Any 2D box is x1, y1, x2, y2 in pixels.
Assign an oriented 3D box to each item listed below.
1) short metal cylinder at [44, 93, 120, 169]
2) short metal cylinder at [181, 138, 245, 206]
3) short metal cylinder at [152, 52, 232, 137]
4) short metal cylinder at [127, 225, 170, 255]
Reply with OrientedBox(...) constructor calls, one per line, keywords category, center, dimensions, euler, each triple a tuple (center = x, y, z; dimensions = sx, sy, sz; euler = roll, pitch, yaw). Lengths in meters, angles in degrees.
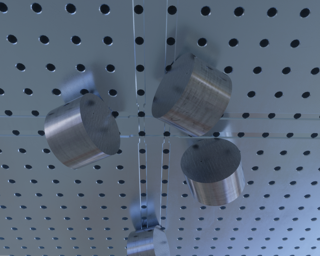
OrientedBox(category="short metal cylinder", center=(-0.092, 0.004, 0.378), dimensions=(0.050, 0.080, 0.080), euler=(-23, 127, 18))
OrientedBox(category="short metal cylinder", center=(0.074, 0.059, 0.428), dimensions=(0.080, 0.080, 0.050), euler=(-13, 129, 10))
OrientedBox(category="short metal cylinder", center=(0.034, -0.036, 0.345), dimensions=(0.050, 0.080, 0.080), euler=(27, 125, -21))
OrientedBox(category="short metal cylinder", center=(-0.019, 0.225, 0.567), dimensions=(0.050, 0.080, 0.080), euler=(-18, 128, 14))
